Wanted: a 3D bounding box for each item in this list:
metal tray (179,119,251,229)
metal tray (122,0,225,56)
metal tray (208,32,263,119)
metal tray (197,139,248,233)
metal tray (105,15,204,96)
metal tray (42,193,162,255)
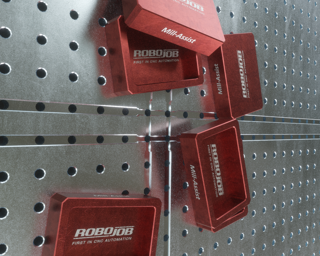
[{"bbox_3d":[0.080,0.059,0.431,0.091,0.030,0.129,-19,102,-38],"label":"metal tray"},{"bbox_3d":[0.016,-0.149,0.387,0.131,0.030,0.090,10,58,-34],"label":"metal tray"},{"bbox_3d":[0.124,-0.086,0.508,0.091,0.030,0.129,-18,101,-38],"label":"metal tray"},{"bbox_3d":[0.094,0.084,0.483,0.091,0.030,0.129,-10,97,-39],"label":"metal tray"},{"bbox_3d":[-0.002,-0.094,0.402,0.131,0.030,0.090,-13,98,-39],"label":"metal tray"},{"bbox_3d":[-0.061,0.123,0.353,0.131,0.030,0.090,12,83,-39],"label":"metal tray"}]
